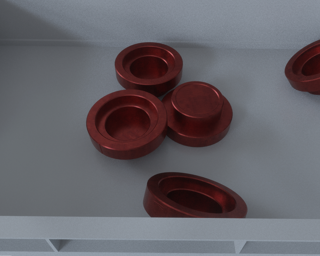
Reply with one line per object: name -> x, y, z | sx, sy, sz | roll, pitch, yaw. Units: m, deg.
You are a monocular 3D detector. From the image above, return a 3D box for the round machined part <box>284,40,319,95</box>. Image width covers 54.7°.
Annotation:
round machined part -> 0.238, -0.086, 0.448 | 0.098, 0.042, 0.098 | -31, 28, 19

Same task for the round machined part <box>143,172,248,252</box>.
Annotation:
round machined part -> 0.031, 0.083, 0.304 | 0.099, 0.042, 0.098 | 12, 12, -2

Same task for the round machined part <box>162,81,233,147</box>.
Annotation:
round machined part -> 0.049, -0.025, 0.416 | 0.099, 0.042, 0.098 | 0, 50, 0

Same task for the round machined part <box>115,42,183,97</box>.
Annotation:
round machined part -> -0.016, -0.082, 0.463 | 0.099, 0.042, 0.098 | 0, 50, 0

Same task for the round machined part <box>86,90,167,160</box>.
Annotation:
round machined part -> -0.040, 0.000, 0.392 | 0.099, 0.042, 0.098 | -1, 51, 2
